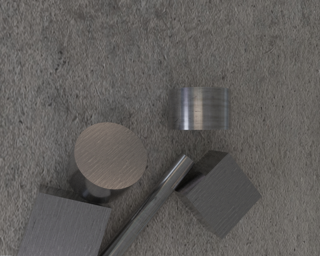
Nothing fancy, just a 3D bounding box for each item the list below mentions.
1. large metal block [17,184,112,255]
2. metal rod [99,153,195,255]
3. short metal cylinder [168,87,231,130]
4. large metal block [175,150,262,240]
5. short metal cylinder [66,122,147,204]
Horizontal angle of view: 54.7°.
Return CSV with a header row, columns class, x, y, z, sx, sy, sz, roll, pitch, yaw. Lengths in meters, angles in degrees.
class,x,y,z,sx,sy,sz,roll,pitch,yaw
large metal block,-0.110,0.117,0.355,0.081,0.050,0.080,19,84,-19
metal rod,-0.057,0.153,0.388,0.025,0.025,0.300,44,76,-15
short metal cylinder,0.051,-0.023,0.399,0.081,0.080,0.050,0,91,-20
large metal block,0.077,0.088,0.425,0.080,0.050,0.080,-42,104,-15
short metal cylinder,-0.062,0.040,0.355,0.081,0.050,0.080,13,55,-20
